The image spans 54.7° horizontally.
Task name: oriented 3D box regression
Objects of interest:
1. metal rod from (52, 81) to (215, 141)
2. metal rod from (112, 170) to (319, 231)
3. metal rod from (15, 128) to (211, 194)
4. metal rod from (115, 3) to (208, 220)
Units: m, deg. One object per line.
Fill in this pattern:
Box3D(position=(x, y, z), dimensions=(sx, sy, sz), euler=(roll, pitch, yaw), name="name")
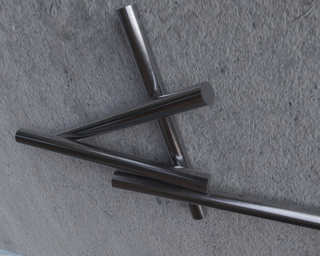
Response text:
Box3D(position=(-0.061, -0.008, 0.410), dimensions=(0.299, 0.025, 0.025), euler=(-14, 111, 41), name="metal rod")
Box3D(position=(0.082, 0.093, 0.396), dimensions=(0.301, 0.025, 0.025), euler=(9, 123, 14), name="metal rod")
Box3D(position=(-0.078, 0.041, 0.435), dimensions=(0.301, 0.025, 0.025), euler=(12, 123, 19), name="metal rod")
Box3D(position=(0.010, -0.004, 0.398), dimensions=(0.025, 0.025, 0.298), euler=(-6, 116, 31), name="metal rod")
